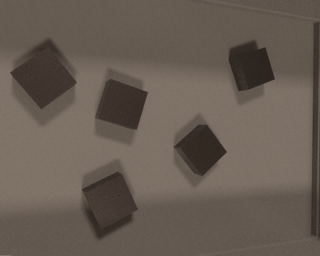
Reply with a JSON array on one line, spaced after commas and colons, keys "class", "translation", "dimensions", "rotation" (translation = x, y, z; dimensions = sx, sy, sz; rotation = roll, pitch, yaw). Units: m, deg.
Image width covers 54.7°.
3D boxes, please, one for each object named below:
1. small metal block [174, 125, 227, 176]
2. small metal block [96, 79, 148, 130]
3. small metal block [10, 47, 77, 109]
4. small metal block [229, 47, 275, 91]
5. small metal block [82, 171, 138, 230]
[{"class": "small metal block", "translation": [0.056, 0.030, 0.433], "dimensions": [0.050, 0.025, 0.050], "rotation": [-41, 104, -16]}, {"class": "small metal block", "translation": [-0.049, -0.029, 0.393], "dimensions": [0.050, 0.025, 0.050], "rotation": [18, 84, -20]}, {"class": "small metal block", "translation": [-0.135, -0.057, 0.361], "dimensions": [0.050, 0.025, 0.050], "rotation": [-41, 103, -16]}, {"class": "small metal block", "translation": [0.137, -0.087, 0.463], "dimensions": [0.050, 0.025, 0.050], "rotation": [-22, 98, -19]}, {"class": "small metal block", "translation": [-0.063, 0.090, 0.388], "dimensions": [0.050, 0.025, 0.050], "rotation": [-25, 99, -19]}]
